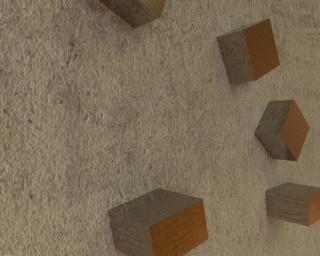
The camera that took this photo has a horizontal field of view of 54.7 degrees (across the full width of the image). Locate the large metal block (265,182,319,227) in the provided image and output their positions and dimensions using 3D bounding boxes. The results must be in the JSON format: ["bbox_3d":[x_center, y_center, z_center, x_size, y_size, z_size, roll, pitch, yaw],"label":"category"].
[{"bbox_3d":[0.259,0.141,0.586,0.081,0.080,0.050,-6,94,-40],"label":"large metal block"}]

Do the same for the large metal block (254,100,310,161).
[{"bbox_3d":[0.230,0.005,0.581,0.080,0.050,0.080,47,62,-30],"label":"large metal block"}]

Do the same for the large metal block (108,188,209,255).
[{"bbox_3d":[-0.003,0.114,0.367,0.081,0.080,0.050,-15,100,-39],"label":"large metal block"}]

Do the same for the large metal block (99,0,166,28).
[{"bbox_3d":[-0.032,-0.179,0.361,0.080,0.050,0.080,30,71,-36],"label":"large metal block"}]

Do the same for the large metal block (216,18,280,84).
[{"bbox_3d":[0.148,-0.127,0.512,0.081,0.050,0.080,-32,110,-35],"label":"large metal block"}]
